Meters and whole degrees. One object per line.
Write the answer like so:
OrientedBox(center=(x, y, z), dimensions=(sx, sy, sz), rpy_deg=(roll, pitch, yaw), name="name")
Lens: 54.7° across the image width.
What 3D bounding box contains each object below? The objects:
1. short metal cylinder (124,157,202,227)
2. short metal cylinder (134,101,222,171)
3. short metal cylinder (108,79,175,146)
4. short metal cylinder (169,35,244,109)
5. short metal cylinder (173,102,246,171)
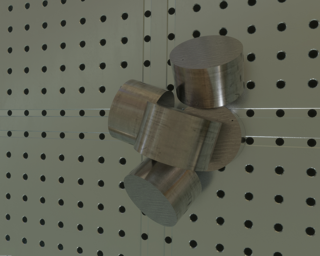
OrientedBox(center=(0.003, 0.072, 0.376), dimensions=(0.080, 0.050, 0.080), rpy_deg=(29, 142, 26), name="short metal cylinder")
OrientedBox(center=(0.018, 0.007, 0.323), dimensions=(0.080, 0.080, 0.050), rpy_deg=(19, 96, 19), name="short metal cylinder")
OrientedBox(center=(-0.022, -0.016, 0.391), dimensions=(0.050, 0.080, 0.080), rpy_deg=(20, 97, 19), name="short metal cylinder")
OrientedBox(center=(0.055, -0.066, 0.356), dimensions=(0.080, 0.080, 0.050), rpy_deg=(2, 131, 20), name="short metal cylinder")
OrientedBox(center=(0.061, 0.010, 0.377), dimensions=(0.080, 0.050, 0.080), rpy_deg=(0, 89, 20), name="short metal cylinder")
